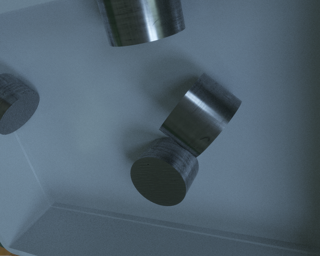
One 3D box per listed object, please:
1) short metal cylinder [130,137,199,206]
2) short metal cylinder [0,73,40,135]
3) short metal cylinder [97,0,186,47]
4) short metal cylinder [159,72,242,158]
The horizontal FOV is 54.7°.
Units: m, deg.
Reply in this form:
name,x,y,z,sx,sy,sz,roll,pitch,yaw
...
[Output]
name,x,y,z,sx,sy,sz,roll,pitch,yaw
short metal cylinder,0.007,0.060,0.426,0.080,0.050,0.079,13,124,21
short metal cylinder,-0.234,-0.036,0.474,0.050,0.080,0.080,37,129,3
short metal cylinder,-0.019,-0.118,0.310,0.080,0.080,0.050,1,119,28
short metal cylinder,0.044,-0.014,0.341,0.050,0.080,0.080,39,129,2
